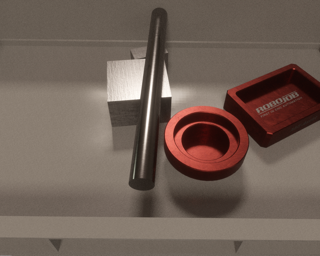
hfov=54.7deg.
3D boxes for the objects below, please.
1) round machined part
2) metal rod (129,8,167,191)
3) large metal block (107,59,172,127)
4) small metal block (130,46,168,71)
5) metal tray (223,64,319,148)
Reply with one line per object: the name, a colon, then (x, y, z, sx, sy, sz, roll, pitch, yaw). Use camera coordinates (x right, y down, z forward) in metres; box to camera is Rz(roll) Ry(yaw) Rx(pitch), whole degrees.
round machined part: (0.054, 0.022, 0.376, 0.099, 0.042, 0.098, 0, 50, 0)
metal rod: (-0.009, -0.062, 0.391, 0.025, 0.025, 0.300, 3, 51, 2)
large metal block: (-0.030, -0.051, 0.431, 0.081, 0.050, 0.080, -5, 50, -5)
small metal block: (-0.016, -0.096, 0.469, 0.050, 0.050, 0.025, -14, 52, -12)
metal tray: (0.168, -0.036, 0.433, 0.131, 0.030, 0.090, -23, 54, -19)
